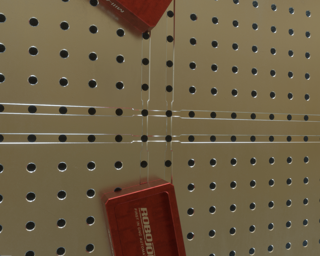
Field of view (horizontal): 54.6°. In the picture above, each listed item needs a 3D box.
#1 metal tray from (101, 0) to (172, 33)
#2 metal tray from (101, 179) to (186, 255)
[{"bbox_3d":[-0.042,-0.197,0.394,0.130,0.030,0.090,34,79,-17],"label":"metal tray"},{"bbox_3d":[-0.018,0.141,0.403,0.091,0.030,0.129,-11,94,-20],"label":"metal tray"}]
